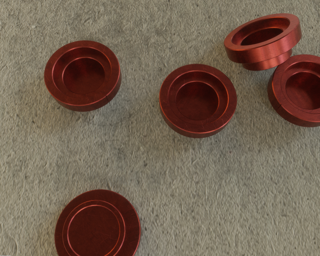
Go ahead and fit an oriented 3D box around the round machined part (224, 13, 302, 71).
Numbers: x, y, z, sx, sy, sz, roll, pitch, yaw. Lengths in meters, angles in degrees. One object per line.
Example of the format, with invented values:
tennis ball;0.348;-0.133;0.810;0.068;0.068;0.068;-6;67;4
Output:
round machined part;0.141;-0.114;0.424;0.098;0.042;0.098;-19;32;13

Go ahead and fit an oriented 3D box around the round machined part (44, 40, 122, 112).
round machined part;-0.101;-0.066;0.423;0.099;0.042;0.098;0;70;0

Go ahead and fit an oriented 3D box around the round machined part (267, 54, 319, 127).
round machined part;0.193;-0.046;0.417;0.099;0.042;0.098;0;70;0

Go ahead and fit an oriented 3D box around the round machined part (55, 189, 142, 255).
round machined part;-0.072;0.119;0.355;0.099;0.042;0.098;0;70;0

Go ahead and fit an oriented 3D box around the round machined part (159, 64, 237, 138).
round machined part;0.048;-0.032;0.411;0.099;0.042;0.098;0;70;0
